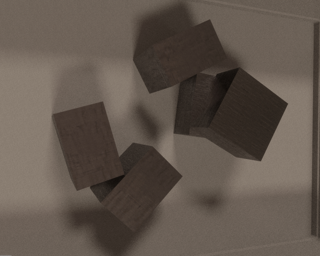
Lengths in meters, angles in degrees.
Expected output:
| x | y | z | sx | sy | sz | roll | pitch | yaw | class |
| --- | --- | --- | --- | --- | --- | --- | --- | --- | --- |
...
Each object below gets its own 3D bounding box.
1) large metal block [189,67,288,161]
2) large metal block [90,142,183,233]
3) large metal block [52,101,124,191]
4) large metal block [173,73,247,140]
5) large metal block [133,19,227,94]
| x | y | z | sx | sy | sz | roll | pitch | yaw | class |
| --- | --- | --- | --- | --- | --- | --- | --- | --- | --- |
| 0.096 | -0.015 | 0.381 | 0.080 | 0.050 | 0.080 | 32 | 80 | -18 | large metal block |
| -0.032 | 0.065 | 0.371 | 0.050 | 0.080 | 0.080 | 46 | 76 | -15 | large metal block |
| -0.085 | 0.017 | 0.351 | 0.050 | 0.080 | 0.080 | -17 | 96 | -20 | large metal block |
| 0.070 | -0.026 | 0.425 | 0.081 | 0.050 | 0.080 | 8 | 88 | -21 | large metal block |
| 0.022 | -0.087 | 0.390 | 0.080 | 0.080 | 0.050 | -29 | 100 | -18 | large metal block |
